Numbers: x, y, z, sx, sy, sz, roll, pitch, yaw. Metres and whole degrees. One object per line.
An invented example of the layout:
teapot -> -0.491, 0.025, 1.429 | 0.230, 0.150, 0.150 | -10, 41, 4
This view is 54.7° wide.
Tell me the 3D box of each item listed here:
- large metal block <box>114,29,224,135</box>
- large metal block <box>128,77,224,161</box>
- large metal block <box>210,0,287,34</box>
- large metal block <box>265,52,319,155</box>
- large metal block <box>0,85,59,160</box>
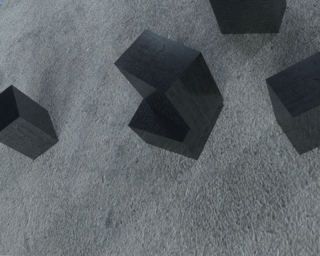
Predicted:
large metal block -> 0.011, -0.048, 0.328 | 0.080, 0.080, 0.050 | 35, 82, 38
large metal block -> 0.021, -0.016, 0.386 | 0.080, 0.050, 0.080 | 16, 70, 34
large metal block -> 0.117, -0.173, 0.413 | 0.080, 0.080, 0.050 | 10, 67, 32
large metal block -> 0.158, -0.027, 0.302 | 0.080, 0.080, 0.050 | -28, 52, 11
large metal block -> -0.215, -0.008, 0.487 | 0.050, 0.080, 0.080 | -37, 51, 4
